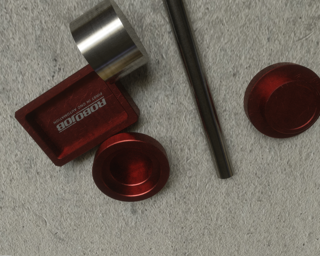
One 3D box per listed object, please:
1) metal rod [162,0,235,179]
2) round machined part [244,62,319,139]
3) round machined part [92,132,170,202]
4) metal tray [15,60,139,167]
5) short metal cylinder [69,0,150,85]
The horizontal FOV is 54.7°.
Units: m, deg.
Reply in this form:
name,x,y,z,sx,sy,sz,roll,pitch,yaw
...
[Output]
name,x,y,z,sx,sy,sz,roll,pitch,yaw
metal rod,0.044,-0.068,0.385,0.025,0.025,0.298,-18,109,6
round machined part,0.160,-0.031,0.392,0.099,0.042,0.097,0,110,-1
round machined part,-0.038,0.047,0.412,0.099,0.042,0.097,-2,118,-4
metal tray,-0.104,-0.019,0.398,0.130,0.030,0.090,-30,108,10
short metal cylinder,-0.054,-0.096,0.344,0.050,0.080,0.080,-30,108,10
